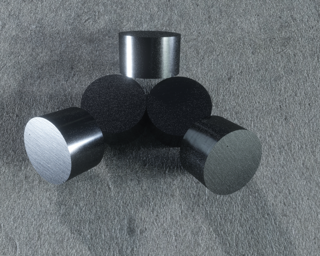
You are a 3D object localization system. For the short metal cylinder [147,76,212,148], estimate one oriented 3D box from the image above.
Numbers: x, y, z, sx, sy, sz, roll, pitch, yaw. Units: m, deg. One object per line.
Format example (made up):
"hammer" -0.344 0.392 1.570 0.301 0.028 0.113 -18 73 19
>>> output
"short metal cylinder" 0.024 -0.020 0.403 0.081 0.050 0.080 0 70 0

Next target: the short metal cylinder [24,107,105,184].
"short metal cylinder" -0.113 0.019 0.365 0.080 0.080 0.050 45 36 14

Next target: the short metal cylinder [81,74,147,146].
"short metal cylinder" -0.057 -0.023 0.403 0.081 0.050 0.080 0 70 0

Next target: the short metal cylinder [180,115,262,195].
"short metal cylinder" 0.071 0.031 0.363 0.080 0.080 0.050 -35 32 -12

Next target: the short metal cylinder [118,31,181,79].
"short metal cylinder" -0.014 -0.099 0.410 0.080 0.080 0.050 2 113 0
